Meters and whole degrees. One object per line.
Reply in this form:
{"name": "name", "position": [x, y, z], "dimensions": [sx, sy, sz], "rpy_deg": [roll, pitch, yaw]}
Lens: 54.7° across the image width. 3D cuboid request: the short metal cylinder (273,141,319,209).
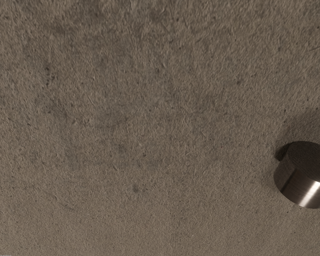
{"name": "short metal cylinder", "position": [0.207, 0.063, 0.428], "dimensions": [0.081, 0.080, 0.050], "rpy_deg": [6, 130, -6]}
